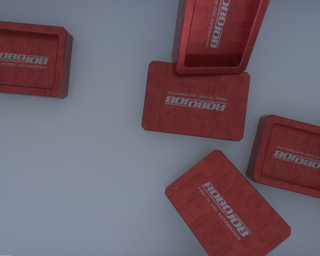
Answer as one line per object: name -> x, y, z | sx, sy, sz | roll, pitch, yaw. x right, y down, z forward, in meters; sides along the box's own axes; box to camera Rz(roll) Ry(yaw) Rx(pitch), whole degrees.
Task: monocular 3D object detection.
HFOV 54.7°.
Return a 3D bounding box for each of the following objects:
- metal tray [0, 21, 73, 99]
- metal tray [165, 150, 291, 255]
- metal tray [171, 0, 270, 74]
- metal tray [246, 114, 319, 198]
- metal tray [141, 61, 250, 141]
metal tray -> -0.187, -0.089, 0.406 | 0.131, 0.030, 0.089 | 5, 90, -1
metal tray -> 0.079, 0.102, 0.378 | 0.090, 0.030, 0.130 | -38, 60, -2
metal tray -> 0.066, -0.122, 0.348 | 0.091, 0.129, 0.030 | -3, 47, -10
metal tray -> 0.191, 0.041, 0.411 | 0.131, 0.030, 0.089 | 14, 90, -1
metal tray -> 0.046, -0.034, 0.410 | 0.131, 0.030, 0.089 | 7, 90, -1
